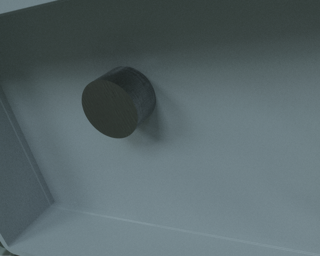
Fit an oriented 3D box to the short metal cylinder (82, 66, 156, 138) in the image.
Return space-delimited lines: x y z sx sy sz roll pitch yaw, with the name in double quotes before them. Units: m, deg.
"short metal cylinder" -0.052 -0.033 0.400 0.080 0.050 0.080 13 124 21
